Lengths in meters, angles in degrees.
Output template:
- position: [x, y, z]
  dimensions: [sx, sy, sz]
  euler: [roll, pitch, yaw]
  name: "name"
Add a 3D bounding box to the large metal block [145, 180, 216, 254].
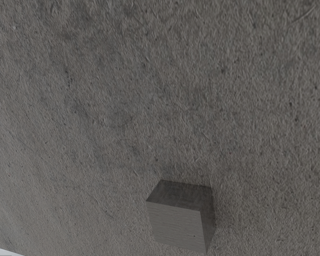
- position: [0.033, 0.128, 0.453]
  dimensions: [0.080, 0.050, 0.080]
  euler: [4, 120, 26]
  name: "large metal block"
